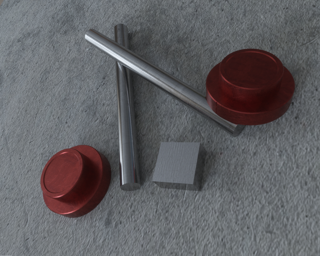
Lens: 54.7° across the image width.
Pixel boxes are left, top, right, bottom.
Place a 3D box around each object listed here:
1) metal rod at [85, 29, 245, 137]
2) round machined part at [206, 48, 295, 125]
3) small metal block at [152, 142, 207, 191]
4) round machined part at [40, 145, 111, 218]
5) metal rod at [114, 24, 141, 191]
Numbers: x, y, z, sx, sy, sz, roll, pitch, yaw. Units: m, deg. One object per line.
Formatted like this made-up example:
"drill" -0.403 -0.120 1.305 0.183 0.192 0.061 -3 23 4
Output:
"metal rod" -0.011 -0.076 0.434 0.300 0.025 0.025 37 82 32
"round machined part" 0.102 -0.053 0.354 0.099 0.042 0.098 -4 50 6
"small metal block" 0.024 0.045 0.364 0.050 0.025 0.050 -1 61 27
"round machined part" -0.119 0.066 0.415 0.098 0.042 0.098 -13 56 21
"metal rod" -0.052 -0.051 0.462 0.025 0.025 0.299 -19 54 17
